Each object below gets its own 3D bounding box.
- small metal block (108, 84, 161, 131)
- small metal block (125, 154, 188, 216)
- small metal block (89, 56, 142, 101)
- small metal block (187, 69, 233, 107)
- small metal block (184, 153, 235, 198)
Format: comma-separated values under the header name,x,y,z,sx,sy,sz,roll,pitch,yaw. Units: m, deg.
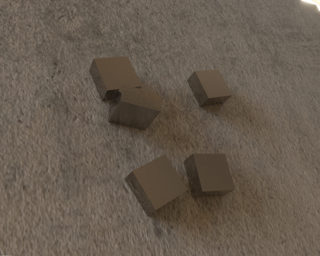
name,x,y,z,sx,sy,sz,roll,pitch,yaw
small metal block,-0.032,-0.024,0.387,0.050,0.050,0.025,14,56,-21
small metal block,-0.004,0.066,0.363,0.050,0.025,0.050,-23,75,-37
small metal block,-0.060,-0.067,0.413,0.050,0.025,0.050,-12,68,-34
small metal block,0.078,-0.063,0.487,0.050,0.025,0.050,-10,67,-33
small metal block,0.064,0.061,0.403,0.050,0.025,0.050,3,60,-27
